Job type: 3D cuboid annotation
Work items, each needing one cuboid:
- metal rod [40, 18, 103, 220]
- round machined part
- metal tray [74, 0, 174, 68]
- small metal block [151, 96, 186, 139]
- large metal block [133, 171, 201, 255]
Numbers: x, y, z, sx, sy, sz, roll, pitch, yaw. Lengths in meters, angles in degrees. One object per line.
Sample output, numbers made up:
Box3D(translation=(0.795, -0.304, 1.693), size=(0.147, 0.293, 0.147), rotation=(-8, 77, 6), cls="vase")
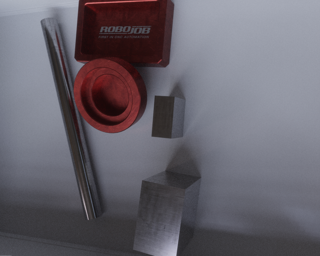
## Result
Box3D(translation=(-0.131, -0.017, 0.455), size=(0.025, 0.025, 0.298), rotation=(-16, 85, 19), cls="metal rod")
Box3D(translation=(-0.062, -0.046, 0.413), size=(0.098, 0.042, 0.097), rotation=(7, 110, 21), cls="round machined part")
Box3D(translation=(-0.050, -0.132, 0.424), size=(0.130, 0.030, 0.089), rotation=(6, 92, 19), cls="metal tray")
Box3D(translation=(0.012, -0.013, 0.392), size=(0.025, 0.050, 0.050), rotation=(5, 92, 20), cls="small metal block")
Box3D(translation=(0.012, 0.101, 0.376), size=(0.050, 0.080, 0.079), rotation=(8, 93, 19), cls="large metal block")
